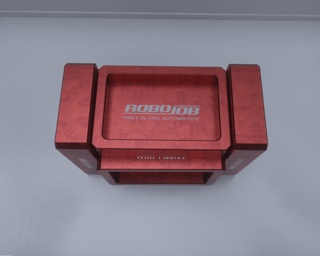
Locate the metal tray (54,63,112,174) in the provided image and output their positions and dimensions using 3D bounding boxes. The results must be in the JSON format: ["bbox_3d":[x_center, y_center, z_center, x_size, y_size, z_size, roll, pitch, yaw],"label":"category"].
[{"bbox_3d":[-0.080,-0.003,0.353,0.030,0.130,0.090,1,71,0],"label":"metal tray"}]

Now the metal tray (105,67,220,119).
[{"bbox_3d":[0.002,-0.041,0.387,0.131,0.090,0.030,0,71,0],"label":"metal tray"}]

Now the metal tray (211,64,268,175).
[{"bbox_3d":[0.083,-0.002,0.353,0.030,0.130,0.090,1,71,0],"label":"metal tray"}]

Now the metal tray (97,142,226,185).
[{"bbox_3d":[0.001,0.043,0.356,0.131,0.090,0.030,0,70,0],"label":"metal tray"}]

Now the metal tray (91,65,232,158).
[{"bbox_3d":[0.002,-0.017,0.315,0.131,0.030,0.090,1,70,0],"label":"metal tray"}]
